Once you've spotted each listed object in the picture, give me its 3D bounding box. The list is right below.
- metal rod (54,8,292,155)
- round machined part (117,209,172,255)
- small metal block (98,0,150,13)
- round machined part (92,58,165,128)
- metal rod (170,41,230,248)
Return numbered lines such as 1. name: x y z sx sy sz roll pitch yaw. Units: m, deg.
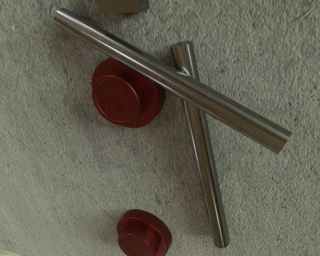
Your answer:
1. metal rod: -0.002 -0.061 0.340 0.300 0.025 0.025 32 129 18
2. round machined part: -0.032 0.191 0.531 0.098 0.042 0.097 13 124 21
3. small metal block: -0.042 -0.153 0.334 0.050 0.025 0.050 8 122 24
4. round machined part: -0.046 -0.042 0.394 0.098 0.042 0.097 13 124 21
5. metal rod: 0.057 0.039 0.400 0.025 0.025 0.298 0 119 28
